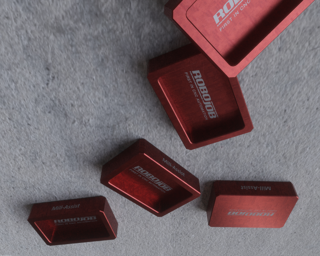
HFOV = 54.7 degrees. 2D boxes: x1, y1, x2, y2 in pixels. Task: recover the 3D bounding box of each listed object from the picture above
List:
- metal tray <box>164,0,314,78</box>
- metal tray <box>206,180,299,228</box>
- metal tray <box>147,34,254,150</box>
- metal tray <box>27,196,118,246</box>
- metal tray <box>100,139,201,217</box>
[{"bbox_3d":[0.080,-0.121,0.278,0.130,0.030,0.090,-45,119,11],"label":"metal tray"},{"bbox_3d":[0.149,0.128,0.516,0.131,0.030,0.089,2,130,-2],"label":"metal tray"},{"bbox_3d":[0.051,-0.037,0.373,0.090,0.030,0.130,-19,128,15],"label":"metal tray"},{"bbox_3d":[-0.148,0.164,0.541,0.131,0.030,0.090,-8,130,6],"label":"metal tray"},{"bbox_3d":[-0.013,0.081,0.472,0.090,0.030,0.130,-36,122,26],"label":"metal tray"}]
